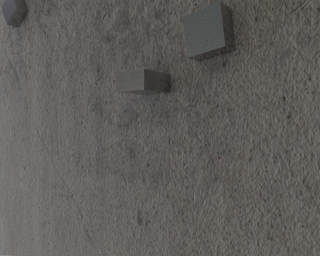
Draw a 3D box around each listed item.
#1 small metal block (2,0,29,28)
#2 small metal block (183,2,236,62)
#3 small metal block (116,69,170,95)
[{"bbox_3d":[-0.310,-0.254,0.662,0.050,0.025,0.050,-39,66,33],"label":"small metal block"},{"bbox_3d":[0.056,-0.109,0.358,0.050,0.025,0.050,-8,85,39],"label":"small metal block"},{"bbox_3d":[-0.022,-0.059,0.407,0.050,0.050,0.025,1,91,40],"label":"small metal block"}]
